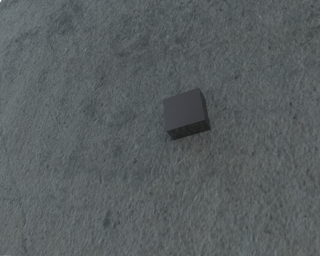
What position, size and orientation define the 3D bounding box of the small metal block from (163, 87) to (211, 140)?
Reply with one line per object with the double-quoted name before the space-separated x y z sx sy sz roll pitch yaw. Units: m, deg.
"small metal block" 0.034 -0.018 0.396 0.050 0.025 0.050 -17 55 18
